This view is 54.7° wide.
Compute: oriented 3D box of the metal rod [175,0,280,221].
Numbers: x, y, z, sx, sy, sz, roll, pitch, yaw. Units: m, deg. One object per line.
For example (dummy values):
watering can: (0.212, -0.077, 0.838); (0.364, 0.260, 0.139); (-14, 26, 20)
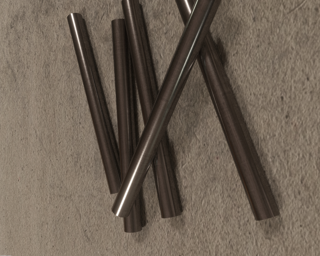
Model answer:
metal rod: (0.066, -0.048, 0.349); (0.025, 0.025, 0.299); (-28, 73, 36)

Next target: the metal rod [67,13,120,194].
metal rod: (-0.102, -0.046, 0.485); (0.025, 0.025, 0.299); (-27, 74, 36)

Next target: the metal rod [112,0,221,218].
metal rod: (0.003, -0.020, 0.366); (0.025, 0.025, 0.298); (35, 111, 34)

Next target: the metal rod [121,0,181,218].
metal rod: (-0.014, -0.034, 0.414); (0.025, 0.025, 0.298); (-18, 79, 38)

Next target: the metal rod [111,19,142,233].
metal rod: (-0.048, -0.006, 0.442); (0.025, 0.025, 0.298); (-7, 86, 39)
